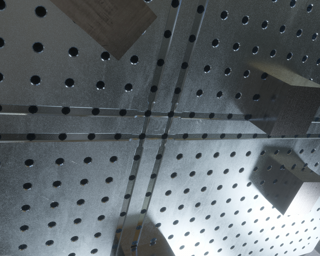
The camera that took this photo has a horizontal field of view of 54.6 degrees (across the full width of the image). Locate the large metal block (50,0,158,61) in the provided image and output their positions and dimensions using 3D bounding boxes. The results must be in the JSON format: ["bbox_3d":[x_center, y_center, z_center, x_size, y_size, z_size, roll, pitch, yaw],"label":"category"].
[{"bbox_3d":[-0.060,-0.115,0.271,0.050,0.080,0.080,-48,129,5],"label":"large metal block"}]

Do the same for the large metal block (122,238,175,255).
[{"bbox_3d":[-0.021,0.248,0.536,0.081,0.050,0.079,-6,121,-25],"label":"large metal block"}]

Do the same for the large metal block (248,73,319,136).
[{"bbox_3d":[0.196,-0.036,0.479,0.081,0.050,0.079,-1,119,-28],"label":"large metal block"}]

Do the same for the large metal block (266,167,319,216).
[{"bbox_3d":[0.274,0.126,0.621,0.081,0.050,0.080,6,115,-31],"label":"large metal block"}]
